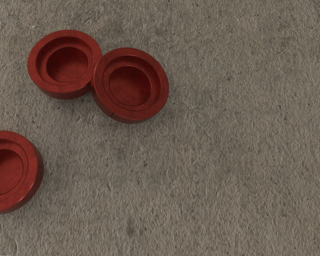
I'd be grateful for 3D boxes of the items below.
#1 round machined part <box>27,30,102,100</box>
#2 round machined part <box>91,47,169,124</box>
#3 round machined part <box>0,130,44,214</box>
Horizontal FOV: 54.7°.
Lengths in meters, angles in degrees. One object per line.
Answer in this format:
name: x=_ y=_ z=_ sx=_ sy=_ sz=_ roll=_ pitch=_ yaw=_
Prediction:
round machined part: x=-0.126 y=-0.083 z=0.428 sx=0.099 sy=0.042 sz=0.098 roll=0 pitch=70 yaw=0
round machined part: x=-0.041 y=-0.052 z=0.406 sx=0.099 sy=0.042 sz=0.098 roll=6 pitch=72 yaw=-21
round machined part: x=-0.191 y=0.055 z=0.377 sx=0.099 sy=0.042 sz=0.098 roll=0 pitch=70 yaw=0
